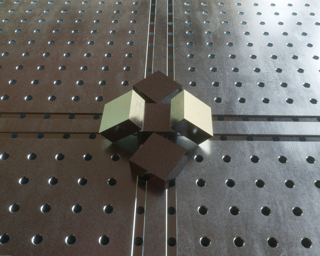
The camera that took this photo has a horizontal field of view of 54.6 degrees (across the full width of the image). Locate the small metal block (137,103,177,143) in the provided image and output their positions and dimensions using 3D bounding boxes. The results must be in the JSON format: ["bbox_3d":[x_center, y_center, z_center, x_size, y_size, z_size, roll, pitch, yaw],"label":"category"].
[{"bbox_3d":[-0.003,-0.006,0.413,0.050,0.025,0.050,1,49,1],"label":"small metal block"}]

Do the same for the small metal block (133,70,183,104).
[{"bbox_3d":[-0.003,-0.052,0.452,0.050,0.025,0.050,-36,58,-27],"label":"small metal block"}]

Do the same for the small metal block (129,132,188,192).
[{"bbox_3d":[-0.001,0.040,0.374,0.050,0.025,0.050,27,55,22],"label":"small metal block"}]

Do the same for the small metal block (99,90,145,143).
[{"bbox_3d":[-0.049,-0.015,0.404,0.050,0.025,0.050,-23,44,29],"label":"small metal block"}]

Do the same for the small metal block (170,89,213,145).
[{"bbox_3d":[0.041,-0.014,0.402,0.050,0.025,0.050,30,43,-28],"label":"small metal block"}]
